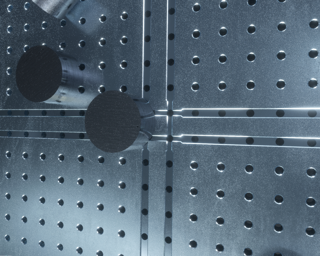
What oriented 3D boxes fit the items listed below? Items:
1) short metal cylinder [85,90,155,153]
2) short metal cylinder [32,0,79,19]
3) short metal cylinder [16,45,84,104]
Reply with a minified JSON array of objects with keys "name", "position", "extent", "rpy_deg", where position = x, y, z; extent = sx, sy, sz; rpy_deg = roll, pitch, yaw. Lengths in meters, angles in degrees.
[{"name":"short metal cylinder","position":[-0.053,-0.008,0.418],"extent":[0.080,0.050,0.079],"rpy_deg":[0,90,20]},{"name":"short metal cylinder","position":[-0.154,-0.202,0.438],"extent":[0.050,0.080,0.080],"rpy_deg":[-42,77,15]},{"name":"short metal cylinder","position":[-0.162,-0.076,0.456],"extent":[0.080,0.050,0.079],"rpy_deg":[0,90,20]}]
